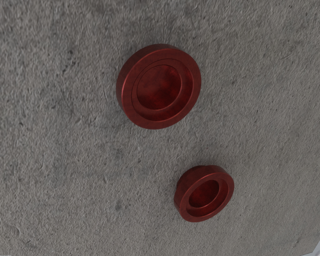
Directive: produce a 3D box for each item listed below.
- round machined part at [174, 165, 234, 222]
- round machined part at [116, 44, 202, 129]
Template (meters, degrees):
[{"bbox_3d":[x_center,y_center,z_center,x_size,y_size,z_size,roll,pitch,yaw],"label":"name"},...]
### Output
[{"bbox_3d":[0.065,0.099,0.492,0.099,0.042,0.097,-14,124,-21],"label":"round machined part"},{"bbox_3d":[-0.004,-0.050,0.362,0.099,0.042,0.097,-14,124,-21],"label":"round machined part"}]
